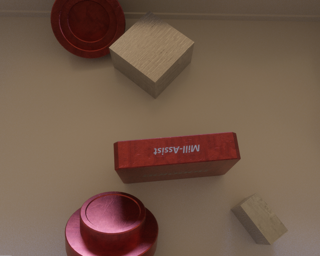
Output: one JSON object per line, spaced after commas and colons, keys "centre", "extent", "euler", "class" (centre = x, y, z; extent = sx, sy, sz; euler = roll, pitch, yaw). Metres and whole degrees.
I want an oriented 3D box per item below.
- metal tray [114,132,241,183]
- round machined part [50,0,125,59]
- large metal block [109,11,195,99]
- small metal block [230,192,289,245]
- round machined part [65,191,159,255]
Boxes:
{"centre": [0.017, 0.038, 0.361], "extent": [0.131, 0.090, 0.030], "euler": [-5, 70, -2], "class": "metal tray"}
{"centre": [-0.100, -0.152, 0.436], "extent": [0.099, 0.097, 0.042], "euler": [-13, 32, -5], "class": "round machined part"}
{"centre": [-0.011, -0.102, 0.433], "extent": [0.080, 0.050, 0.080], "euler": [39, 74, 12], "class": "large metal block"}
{"centre": [0.113, 0.106, 0.359], "extent": [0.025, 0.050, 0.050], "euler": [-34, 74, -11], "class": "small metal block"}
{"centre": [-0.051, 0.105, 0.332], "extent": [0.099, 0.098, 0.042], "euler": [6, 114, 2], "class": "round machined part"}
